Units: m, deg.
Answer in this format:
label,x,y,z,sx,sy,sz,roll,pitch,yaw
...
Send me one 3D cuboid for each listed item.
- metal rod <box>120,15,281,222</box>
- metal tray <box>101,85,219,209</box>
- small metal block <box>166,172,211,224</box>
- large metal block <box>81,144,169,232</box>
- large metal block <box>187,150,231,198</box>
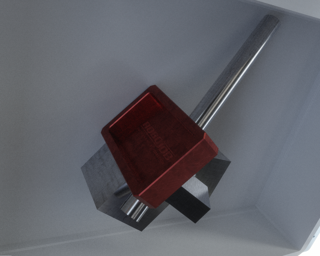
label,x,y,z,sx,sy,sz,roll,pitch,yaw
metal rod,0.056,-0.022,0.367,0.300,0.025,0.025,-52,131,-13
metal tray,-0.008,0.013,0.344,0.090,0.130,0.030,-41,129,1
small metal block,0.029,0.073,0.358,0.050,0.050,0.025,39,106,-8
large metal block,-0.045,0.074,0.395,0.050,0.080,0.080,-45,130,3
large metal block,0.038,0.053,0.428,0.050,0.080,0.080,14,111,-35
